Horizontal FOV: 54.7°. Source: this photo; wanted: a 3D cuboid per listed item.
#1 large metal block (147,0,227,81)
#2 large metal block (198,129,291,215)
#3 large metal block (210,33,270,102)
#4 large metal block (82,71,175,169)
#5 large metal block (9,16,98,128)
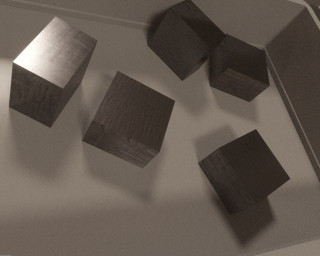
[{"bbox_3d":[0.040,-0.134,0.475,0.080,0.080,0.050,47,51,4],"label":"large metal block"},{"bbox_3d":[0.113,0.058,0.417,0.081,0.050,0.080,-21,73,-36],"label":"large metal block"},{"bbox_3d":[0.133,-0.101,0.525,0.081,0.050,0.080,18,54,-18],"label":"large metal block"},{"bbox_3d":[-0.036,-0.010,0.377,0.080,0.050,0.080,27,52,-12],"label":"large metal block"},{"bbox_3d":[-0.119,-0.060,0.344,0.050,0.080,0.080,29,52,-11],"label":"large metal block"}]
